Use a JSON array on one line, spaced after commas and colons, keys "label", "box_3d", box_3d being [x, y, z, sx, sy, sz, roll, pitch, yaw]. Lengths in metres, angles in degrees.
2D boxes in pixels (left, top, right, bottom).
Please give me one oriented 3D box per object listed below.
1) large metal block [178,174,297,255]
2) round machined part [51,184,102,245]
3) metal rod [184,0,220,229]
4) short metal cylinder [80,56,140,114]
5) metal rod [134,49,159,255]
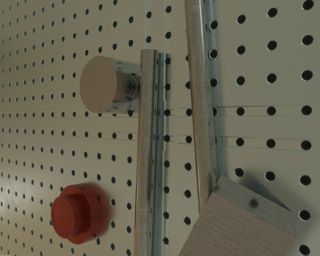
[{"label": "large metal block", "box_3d": [0.077, 0.107, 0.311, 0.080, 0.050, 0.079, 28, 109, 12]}, {"label": "round machined part", "box_3d": [-0.144, 0.144, 0.514, 0.098, 0.042, 0.097, 0, 90, 39]}, {"label": "metal rod", "box_3d": [0.049, -0.035, 0.367, 0.025, 0.025, 0.298, -6, 86, 39]}, {"label": "short metal cylinder", "box_3d": [-0.071, -0.060, 0.449, 0.080, 0.050, 0.079, 0, 90, 39]}, {"label": "metal rod", "box_3d": [-0.019, 0.045, 0.422, 0.025, 0.025, 0.298, 4, 92, 39]}]
